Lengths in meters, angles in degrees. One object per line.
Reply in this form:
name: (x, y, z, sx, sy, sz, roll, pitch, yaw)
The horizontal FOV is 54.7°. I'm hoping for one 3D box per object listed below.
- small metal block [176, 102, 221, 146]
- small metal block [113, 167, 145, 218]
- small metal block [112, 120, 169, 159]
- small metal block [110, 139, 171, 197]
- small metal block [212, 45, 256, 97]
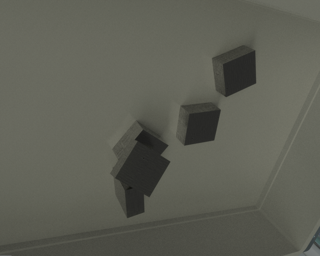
small metal block: (0.053, -0.006, 0.436, 0.050, 0.025, 0.050, -8, 122, -25)
small metal block: (-0.043, 0.085, 0.423, 0.025, 0.050, 0.050, -14, 125, -21)
small metal block: (-0.026, 0.026, 0.412, 0.050, 0.025, 0.050, 34, 99, -39)
small metal block: (-0.024, 0.048, 0.378, 0.050, 0.025, 0.050, 34, 81, -21)
small metal block: (0.101, -0.077, 0.418, 0.050, 0.025, 0.050, -25, 128, -13)
